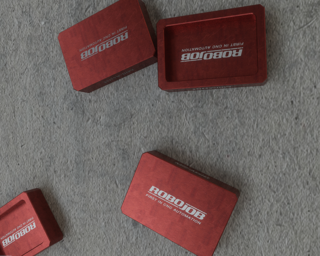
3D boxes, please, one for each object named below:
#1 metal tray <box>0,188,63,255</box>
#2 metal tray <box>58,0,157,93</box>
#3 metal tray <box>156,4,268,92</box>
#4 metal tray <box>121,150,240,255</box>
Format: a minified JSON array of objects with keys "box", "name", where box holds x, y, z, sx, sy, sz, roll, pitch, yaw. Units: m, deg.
[{"box":[-0.225,0.165,0.485,0.130,0.030,0.090,-34,79,16],"name":"metal tray"},{"box":[-0.071,-0.114,0.431,0.130,0.030,0.090,-21,83,18],"name":"metal tray"},{"box":[0.063,-0.094,0.383,0.130,0.030,0.089,-2,89,19],"name":"metal tray"},{"box":[0.024,0.095,0.398,0.130,0.030,0.089,24,98,18],"name":"metal tray"}]
